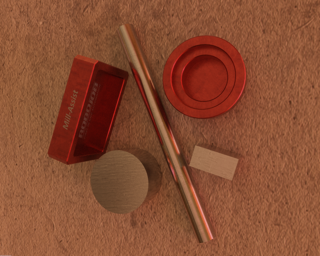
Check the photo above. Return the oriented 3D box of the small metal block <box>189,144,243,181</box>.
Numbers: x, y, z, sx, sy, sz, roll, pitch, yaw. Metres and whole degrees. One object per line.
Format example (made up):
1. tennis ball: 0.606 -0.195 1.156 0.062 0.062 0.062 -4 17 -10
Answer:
1. small metal block: 0.068 0.039 0.369 0.050 0.050 0.025 18 96 19

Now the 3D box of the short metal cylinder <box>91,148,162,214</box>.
1. short metal cylinder: -0.043 0.067 0.411 0.080 0.050 0.079 0 90 19

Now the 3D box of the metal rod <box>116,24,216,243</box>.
1. metal rod: 0.005 0.001 0.408 0.025 0.025 0.299 -23 82 18

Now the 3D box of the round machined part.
1. round machined part: 0.056 -0.060 0.381 0.098 0.042 0.097 0 90 19

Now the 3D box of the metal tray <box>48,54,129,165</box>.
1. metal tray: -0.090 -0.022 0.406 0.030 0.090 0.129 20 96 19
